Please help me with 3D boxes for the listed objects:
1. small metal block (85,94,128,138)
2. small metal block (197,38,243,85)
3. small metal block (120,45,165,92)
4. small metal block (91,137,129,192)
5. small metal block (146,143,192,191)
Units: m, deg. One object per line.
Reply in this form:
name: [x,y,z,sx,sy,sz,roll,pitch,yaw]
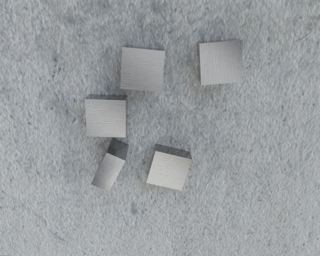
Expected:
small metal block: [-0.069,-0.016,0.403,0.050,0.025,0.050,2,110,-1]
small metal block: [0.073,-0.082,0.381,0.050,0.025,0.050,-5,110,1]
small metal block: [-0.021,-0.074,0.382,0.050,0.025,0.050,5,110,-2]
small metal block: [-0.066,0.048,0.413,0.025,0.050,0.050,26,108,-9]
small metal block: [0.012,0.054,0.430,0.050,0.025,0.050,14,109,-6]
